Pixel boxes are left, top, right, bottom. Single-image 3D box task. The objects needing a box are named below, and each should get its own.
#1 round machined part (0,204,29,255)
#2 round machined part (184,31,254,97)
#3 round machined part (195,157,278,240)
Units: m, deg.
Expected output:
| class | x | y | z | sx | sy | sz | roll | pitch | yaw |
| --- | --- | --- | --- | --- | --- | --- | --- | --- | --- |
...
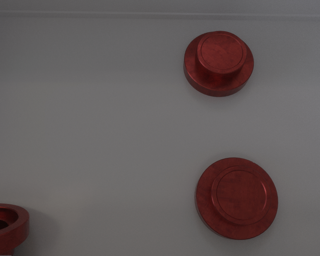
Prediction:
| class | x | y | z | sx | sy | sz | roll | pitch | yaw |
| --- | --- | --- | --- | --- | --- | --- | --- | --- | --- |
| round machined part | -0.194 | 0.119 | 0.332 | 0.099 | 0.098 | 0.042 | 3 | 97 | 1 |
| round machined part | 0.083 | -0.097 | 0.436 | 0.099 | 0.042 | 0.098 | 0 | 70 | 0 |
| round machined part | 0.093 | 0.082 | 0.371 | 0.099 | 0.042 | 0.098 | 0 | 70 | 0 |
